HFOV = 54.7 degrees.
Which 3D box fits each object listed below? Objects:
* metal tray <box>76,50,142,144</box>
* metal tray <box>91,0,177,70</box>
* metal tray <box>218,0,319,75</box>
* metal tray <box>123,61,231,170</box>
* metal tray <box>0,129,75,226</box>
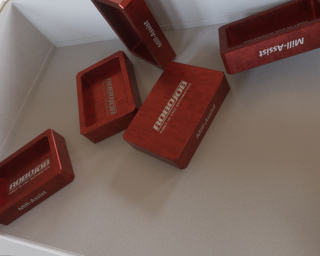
[{"bbox_3d":[-0.080,-0.050,0.475,0.090,0.030,0.130,-25,53,13],"label":"metal tray"},{"bbox_3d":[-0.038,-0.147,0.449,0.090,0.130,0.030,35,82,38],"label":"metal tray"},{"bbox_3d":[0.140,-0.117,0.380,0.130,0.030,0.090,-15,34,19],"label":"metal tray"},{"bbox_3d":[0.022,-0.021,0.404,0.090,0.030,0.130,21,72,35],"label":"metal tray"},{"bbox_3d":[-0.197,0.071,0.462,0.130,0.030,0.090,-34,51,5],"label":"metal tray"}]
